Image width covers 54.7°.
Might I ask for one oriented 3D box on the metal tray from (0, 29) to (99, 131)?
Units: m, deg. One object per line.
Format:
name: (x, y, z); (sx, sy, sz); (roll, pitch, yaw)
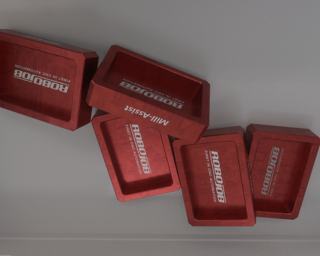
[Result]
metal tray: (-0.142, -0.058, 0.364); (0.130, 0.030, 0.089); (17, 110, 14)

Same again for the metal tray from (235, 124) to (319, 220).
metal tray: (0.158, 0.063, 0.432); (0.091, 0.030, 0.129); (5, 110, -2)

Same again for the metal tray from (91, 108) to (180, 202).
metal tray: (-0.029, 0.031, 0.419); (0.090, 0.030, 0.129); (-13, 110, 4)

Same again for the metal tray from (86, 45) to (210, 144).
metal tray: (-0.008, -0.041, 0.358); (0.131, 0.090, 0.030); (20, 130, -8)

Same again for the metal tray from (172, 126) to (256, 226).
metal tray: (0.074, 0.067, 0.413); (0.090, 0.030, 0.129); (-7, 105, 20)
